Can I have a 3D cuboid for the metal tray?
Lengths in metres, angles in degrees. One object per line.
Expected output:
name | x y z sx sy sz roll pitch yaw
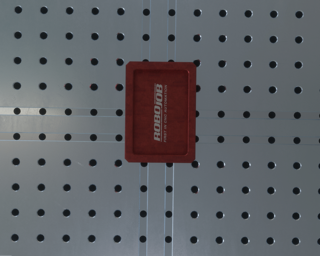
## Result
metal tray | 0.001 -0.020 0.410 0.090 0.030 0.129 1 90 0
